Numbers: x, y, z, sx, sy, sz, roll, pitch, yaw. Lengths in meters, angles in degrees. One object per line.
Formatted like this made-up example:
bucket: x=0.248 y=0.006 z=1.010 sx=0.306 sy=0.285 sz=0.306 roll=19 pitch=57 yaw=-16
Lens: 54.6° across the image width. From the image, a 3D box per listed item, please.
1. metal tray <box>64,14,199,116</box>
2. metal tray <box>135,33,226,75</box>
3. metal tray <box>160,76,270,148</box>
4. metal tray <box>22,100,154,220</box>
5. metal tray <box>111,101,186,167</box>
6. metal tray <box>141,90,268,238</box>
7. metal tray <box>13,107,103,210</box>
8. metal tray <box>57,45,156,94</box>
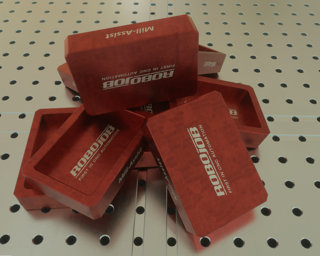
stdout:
metal tray: x=-0.026 y=-0.065 z=0.336 sx=0.131 sy=0.090 sz=0.030 roll=-12 pitch=51 yaw=-4
metal tray: x=0.033 y=-0.109 z=0.452 sx=0.090 sy=0.030 sz=0.131 roll=27 pitch=22 yaw=21
metal tray: x=0.068 y=-0.025 z=0.402 sx=0.131 sy=0.030 sz=0.090 roll=8 pitch=48 yaw=-16
metal tray: x=-0.072 y=0.024 z=0.345 sx=0.090 sy=0.030 sz=0.130 roll=21 pitch=53 yaw=17
metal tray: x=-0.017 y=-0.010 z=0.412 sx=0.091 sy=0.030 sz=0.130 roll=-2 pitch=48 yaw=-4
metal tray: x=0.047 y=0.036 z=0.331 sx=0.091 sy=0.030 sz=0.130 roll=-23 pitch=87 yaw=-18
metal tray: x=-0.114 y=0.031 z=0.378 sx=0.091 sy=0.030 sz=0.130 roll=-3 pitch=49 yaw=-3
metal tray: x=-0.077 y=-0.080 z=0.450 sx=0.090 sy=0.030 sz=0.130 roll=-38 pitch=44 yaw=-27
